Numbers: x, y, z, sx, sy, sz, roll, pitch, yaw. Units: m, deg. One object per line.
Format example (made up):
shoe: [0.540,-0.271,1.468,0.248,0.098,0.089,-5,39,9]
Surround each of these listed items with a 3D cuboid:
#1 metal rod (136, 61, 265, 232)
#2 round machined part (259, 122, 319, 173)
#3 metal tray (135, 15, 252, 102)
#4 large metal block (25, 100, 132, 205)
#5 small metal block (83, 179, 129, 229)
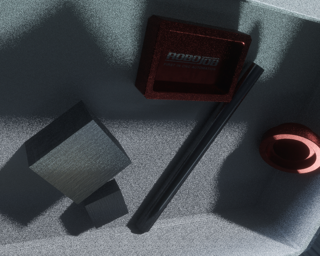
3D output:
metal rod: [0.053,0.035,0.461,0.025,0.025,0.299,25,105,-37]
round machined part: [0.220,0.029,0.515,0.042,0.098,0.098,-61,141,-37]
metal tray: [0.042,-0.080,0.380,0.131,0.030,0.089,-1,119,-29]
large metal block: [-0.093,0.029,0.360,0.080,0.050,0.080,-38,130,-3]
small metal block: [-0.077,0.106,0.434,0.050,0.025,0.050,-23,127,-15]
